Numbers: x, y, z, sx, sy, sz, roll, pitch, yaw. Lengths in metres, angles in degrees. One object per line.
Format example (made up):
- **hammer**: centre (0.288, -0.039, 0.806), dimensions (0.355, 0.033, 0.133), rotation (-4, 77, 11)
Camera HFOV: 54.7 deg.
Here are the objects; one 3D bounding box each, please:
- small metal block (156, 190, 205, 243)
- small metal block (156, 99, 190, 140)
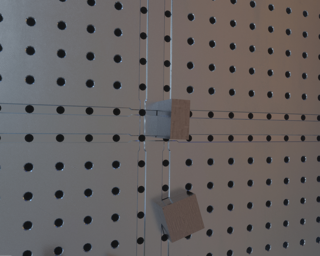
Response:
- **small metal block**: centre (0.028, 0.120, 0.424), dimensions (0.050, 0.025, 0.050), rotation (-17, 96, -20)
- **small metal block**: centre (0.017, -0.011, 0.407), dimensions (0.025, 0.050, 0.050), rotation (3, 89, -20)
